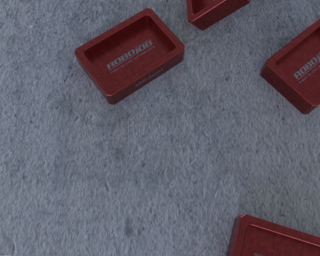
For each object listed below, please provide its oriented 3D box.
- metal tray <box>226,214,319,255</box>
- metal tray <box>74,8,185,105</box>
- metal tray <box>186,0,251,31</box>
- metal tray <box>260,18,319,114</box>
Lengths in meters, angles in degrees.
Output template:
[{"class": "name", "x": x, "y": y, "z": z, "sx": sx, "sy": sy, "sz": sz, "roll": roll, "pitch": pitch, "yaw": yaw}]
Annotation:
[{"class": "metal tray", "x": 0.142, "y": 0.160, "z": 0.348, "sx": 0.131, "sy": 0.030, "sz": 0.090, "roll": 17, "pitch": 71, "yaw": 5}, {"class": "metal tray", "x": -0.042, "y": -0.104, "z": 0.442, "sx": 0.131, "sy": 0.030, "sz": 0.090, "roll": -35, "pitch": 74, "yaw": -12}, {"class": "metal tray", "x": 0.081, "y": -0.222, "z": 0.458, "sx": 0.030, "sy": 0.090, "sz": 0.130, "roll": 17, "pitch": 63, "yaw": -42}, {"class": "metal tray", "x": 0.222, "y": -0.092, "z": 0.441, "sx": 0.130, "sy": 0.030, "sz": 0.090, "roll": -38, "pitch": 75, "yaw": -13}]
